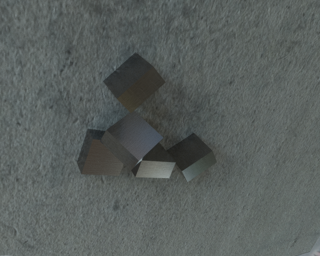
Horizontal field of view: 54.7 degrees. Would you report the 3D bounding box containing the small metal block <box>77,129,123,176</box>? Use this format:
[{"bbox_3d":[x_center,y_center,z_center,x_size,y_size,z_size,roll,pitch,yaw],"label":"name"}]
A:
[{"bbox_3d":[-0.071,0.032,0.389,0.050,0.025,0.050,9,114,-33],"label":"small metal block"}]

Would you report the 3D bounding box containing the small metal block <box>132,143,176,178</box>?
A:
[{"bbox_3d":[-0.016,0.041,0.409,0.050,0.050,0.025,7,115,-32],"label":"small metal block"}]

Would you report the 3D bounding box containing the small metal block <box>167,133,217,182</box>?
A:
[{"bbox_3d":[0.044,0.041,0.442,0.050,0.050,0.025,-33,129,-7],"label":"small metal block"}]

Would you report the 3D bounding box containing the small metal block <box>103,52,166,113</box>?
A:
[{"bbox_3d":[-0.030,-0.051,0.344,0.050,0.050,0.025,-42,130,0],"label":"small metal block"}]

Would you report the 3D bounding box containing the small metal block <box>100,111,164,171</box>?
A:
[{"bbox_3d":[-0.033,0.014,0.367,0.050,0.050,0.025,-42,173,-44],"label":"small metal block"}]
